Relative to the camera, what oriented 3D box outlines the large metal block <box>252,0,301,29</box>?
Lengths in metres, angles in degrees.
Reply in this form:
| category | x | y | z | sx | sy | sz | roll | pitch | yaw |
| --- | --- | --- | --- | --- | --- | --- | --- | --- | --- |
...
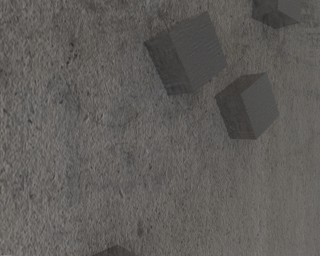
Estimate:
| category | x | y | z | sx | sy | sz | roll | pitch | yaw |
| --- | --- | --- | --- | --- | --- | --- | --- | --- | --- |
| large metal block | 0.215 | -0.237 | 0.568 | 0.081 | 0.050 | 0.080 | 4 | 88 | -40 |

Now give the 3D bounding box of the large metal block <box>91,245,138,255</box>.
| category | x | y | z | sx | sy | sz | roll | pitch | yaw |
| --- | --- | --- | --- | --- | --- | --- | --- | --- | --- |
| large metal block | -0.042 | 0.185 | 0.334 | 0.050 | 0.080 | 0.079 | -9 | 96 | -40 |

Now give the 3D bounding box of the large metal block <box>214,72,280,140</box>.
| category | x | y | z | sx | sy | sz | roll | pitch | yaw |
| --- | --- | --- | --- | --- | --- | --- | --- | --- | --- |
| large metal block | 0.145 | -0.036 | 0.510 | 0.080 | 0.050 | 0.080 | -37 | 113 | -34 |

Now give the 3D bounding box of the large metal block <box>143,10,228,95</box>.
| category | x | y | z | sx | sy | sz | roll | pitch | yaw |
| --- | --- | --- | --- | --- | --- | --- | --- | --- | --- |
| large metal block | 0.037 | -0.100 | 0.419 | 0.080 | 0.050 | 0.080 | -40 | 115 | -33 |
